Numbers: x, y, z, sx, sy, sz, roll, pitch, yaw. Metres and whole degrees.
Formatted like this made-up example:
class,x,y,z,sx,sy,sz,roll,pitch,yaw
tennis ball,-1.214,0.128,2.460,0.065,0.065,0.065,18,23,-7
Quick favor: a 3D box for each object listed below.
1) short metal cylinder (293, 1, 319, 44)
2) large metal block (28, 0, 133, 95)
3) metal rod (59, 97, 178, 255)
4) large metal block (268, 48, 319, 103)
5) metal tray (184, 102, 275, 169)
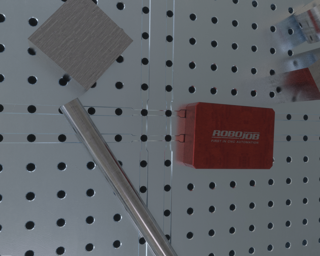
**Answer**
class,x,y,z,sx,sy,sz,roll,pitch,yaw
short metal cylinder,0.257,-0.174,0.477,0.080,0.080,0.050,-37,102,-16
large metal block,-0.093,-0.098,0.365,0.080,0.050,0.080,42,77,-15
metal rod,-0.035,0.096,0.399,0.025,0.025,0.299,-34,101,-17
large metal block,0.229,-0.082,0.467,0.080,0.080,0.050,-34,101,-17
metal tray,0.102,0.013,0.447,0.131,0.030,0.089,3,89,-20
